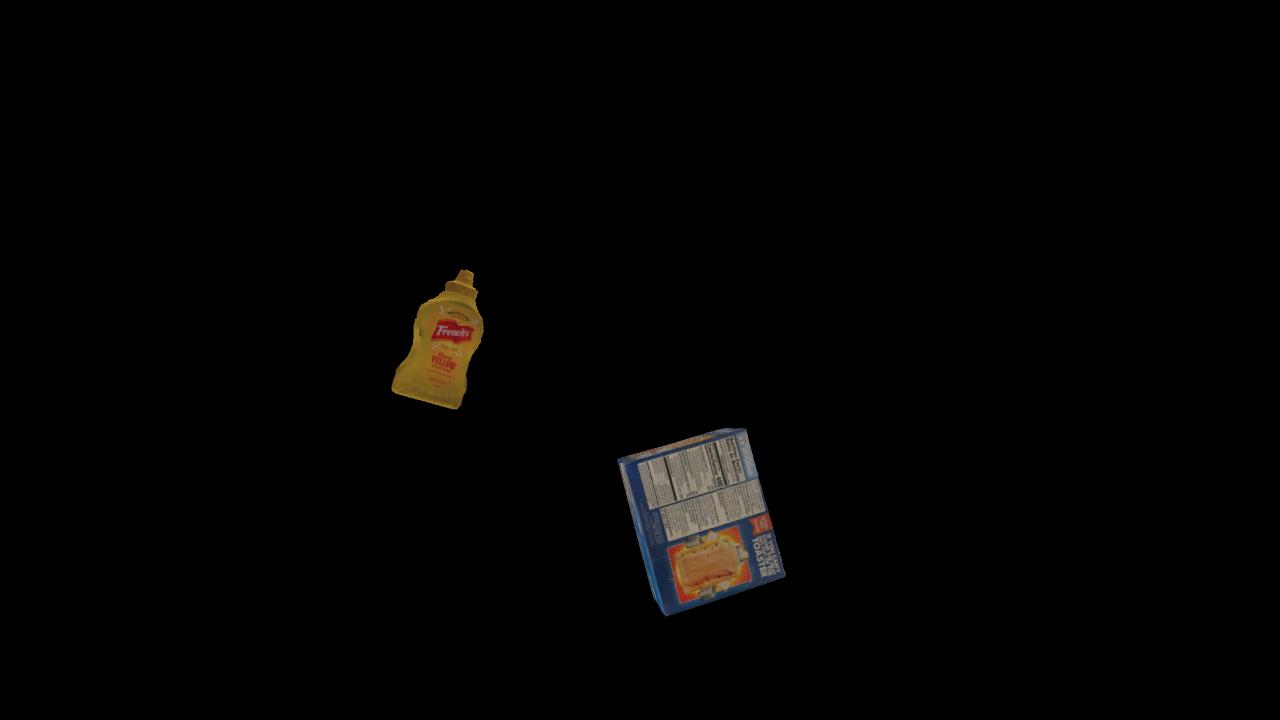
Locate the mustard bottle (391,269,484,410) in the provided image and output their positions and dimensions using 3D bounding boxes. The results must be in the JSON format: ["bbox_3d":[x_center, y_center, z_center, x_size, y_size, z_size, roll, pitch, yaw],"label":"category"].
[{"bbox_3d":[-0.257,-0.033,0.817,0.092,0.184,0.054,20,-8,-29],"label":"mustard bottle"}]

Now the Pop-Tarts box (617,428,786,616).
[{"bbox_3d":[0.065,0.174,0.690,0.141,0.167,0.083,-15,-1,-9],"label":"Pop-Tarts box"}]
